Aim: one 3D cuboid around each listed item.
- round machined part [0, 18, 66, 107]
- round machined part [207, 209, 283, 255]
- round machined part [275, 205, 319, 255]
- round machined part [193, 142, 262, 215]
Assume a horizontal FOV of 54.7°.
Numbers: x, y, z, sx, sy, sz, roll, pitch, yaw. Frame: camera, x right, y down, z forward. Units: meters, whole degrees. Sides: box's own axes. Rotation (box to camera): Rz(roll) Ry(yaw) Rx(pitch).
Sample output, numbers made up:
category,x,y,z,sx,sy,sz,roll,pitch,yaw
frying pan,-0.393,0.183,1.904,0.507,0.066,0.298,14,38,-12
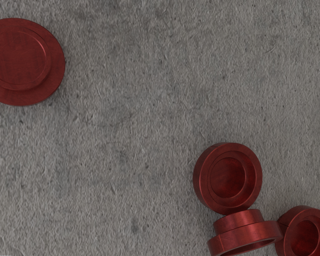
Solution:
category,x,y,z,sx,sy,sz,roll,pitch,yaw
round machined part,-0.156,-0.073,0.342,0.099,0.042,0.097,0,90,-20
round machined part,0.111,0.142,0.420,0.099,0.097,0.042,-3,58,-20
round machined part,0.217,0.168,0.480,0.099,0.042,0.097,0,90,-20
round machined part,0.090,0.068,0.433,0.099,0.042,0.097,0,90,-20
